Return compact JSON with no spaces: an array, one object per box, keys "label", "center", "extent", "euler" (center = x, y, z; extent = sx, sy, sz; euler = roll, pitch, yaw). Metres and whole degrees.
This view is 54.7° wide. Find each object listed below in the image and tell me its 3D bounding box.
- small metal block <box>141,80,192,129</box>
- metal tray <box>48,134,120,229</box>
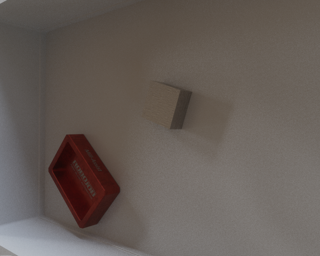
[{"label":"small metal block","center":[0.008,-0.030,0.399],"extent":[0.050,0.025,0.050],"euler":[24,105,37]},{"label":"metal tray","center":[-0.128,0.084,0.506],"extent":[0.130,0.030,0.089],"euler":[49,119,28]}]
